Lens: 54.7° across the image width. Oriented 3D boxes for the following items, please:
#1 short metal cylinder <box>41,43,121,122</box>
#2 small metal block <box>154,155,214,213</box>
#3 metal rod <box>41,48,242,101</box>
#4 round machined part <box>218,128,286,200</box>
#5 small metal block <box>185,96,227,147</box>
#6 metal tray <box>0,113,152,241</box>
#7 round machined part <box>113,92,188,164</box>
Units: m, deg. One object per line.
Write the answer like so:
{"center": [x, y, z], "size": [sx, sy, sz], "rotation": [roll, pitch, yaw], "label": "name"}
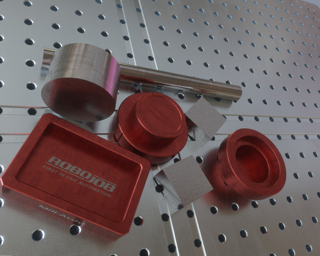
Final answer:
{"center": [-0.088, -0.050, 0.355], "size": [0.081, 0.080, 0.050], "rotation": [16, 55, -19], "label": "short metal cylinder"}
{"center": [0.029, 0.068, 0.382], "size": [0.050, 0.025, 0.050], "rotation": [-21, 73, -36], "label": "small metal block"}
{"center": [-0.009, -0.072, 0.446], "size": [0.302, 0.025, 0.025], "rotation": [6, 59, -25], "label": "metal rod"}
{"center": [0.122, 0.053, 0.430], "size": [0.099, 0.042, 0.098], "rotation": [14, 56, -21], "label": "round machined part"}
{"center": [0.060, -0.010, 0.447], "size": [0.050, 0.025, 0.050], "rotation": [44, 51, 2], "label": "small metal block"}
{"center": [-0.083, 0.051, 0.328], "size": [0.131, 0.030, 0.090], "rotation": [27, 53, -11], "label": "metal tray"}
{"center": [-0.007, -0.007, 0.397], "size": [0.099, 0.042, 0.098], "rotation": [14, 53, -20], "label": "round machined part"}
